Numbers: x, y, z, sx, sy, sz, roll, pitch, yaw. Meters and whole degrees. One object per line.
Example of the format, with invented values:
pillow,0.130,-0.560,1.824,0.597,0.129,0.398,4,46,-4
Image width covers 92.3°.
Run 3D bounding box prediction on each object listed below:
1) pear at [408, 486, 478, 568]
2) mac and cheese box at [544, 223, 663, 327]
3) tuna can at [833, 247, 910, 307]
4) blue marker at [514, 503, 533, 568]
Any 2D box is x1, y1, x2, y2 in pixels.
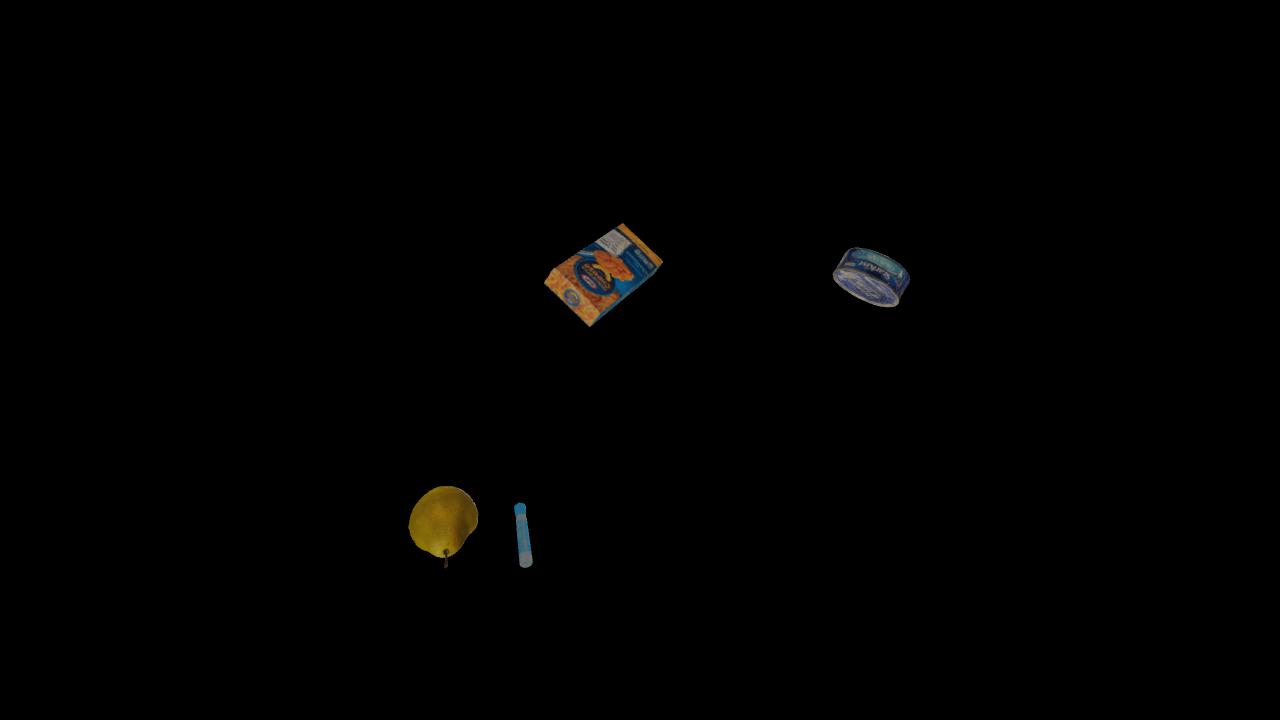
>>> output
pear,-0.222,0.192,0.703,0.080,0.080,0.111,0,10,-25
mac and cheese box,-0.049,-0.130,0.911,0.041,0.093,0.184,-45,1,45
tuna can,0.278,-0.099,0.738,0.084,0.034,0.084,31,-4,2
blue marker,-0.178,0.261,0.932,0.020,0.020,0.121,0,31,-16
